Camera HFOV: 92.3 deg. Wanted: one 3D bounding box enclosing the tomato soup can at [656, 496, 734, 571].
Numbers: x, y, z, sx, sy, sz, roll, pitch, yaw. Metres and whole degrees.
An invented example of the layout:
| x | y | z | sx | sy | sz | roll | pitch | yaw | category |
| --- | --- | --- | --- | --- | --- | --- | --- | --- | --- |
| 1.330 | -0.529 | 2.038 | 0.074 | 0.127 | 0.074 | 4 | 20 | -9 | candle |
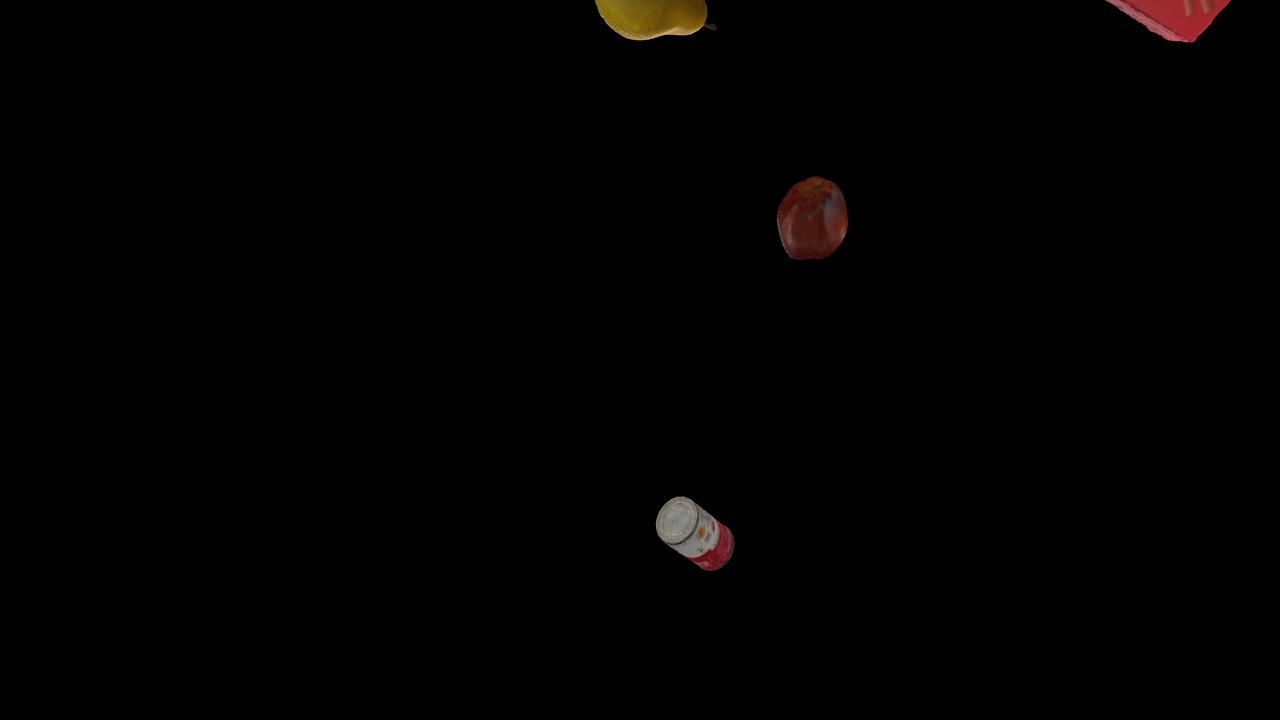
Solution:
| x | y | z | sx | sy | sz | roll | pitch | yaw | category |
| --- | --- | --- | --- | --- | --- | --- | --- | --- | --- |
| 0.075 | 0.235 | 0.832 | 0.068 | 0.068 | 0.101 | 0 | -33 | 42 | tomato soup can |

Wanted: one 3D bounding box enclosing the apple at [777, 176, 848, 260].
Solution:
| x | y | z | sx | sy | sz | roll | pitch | yaw | category |
| --- | --- | --- | --- | --- | --- | --- | --- | --- | --- |
| 0.190 | -0.155 | 0.678 | 0.079 | 0.079 | 0.093 | 0 | -36 | 15 | apple |

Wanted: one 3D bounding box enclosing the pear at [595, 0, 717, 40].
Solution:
| x | y | z | sx | sy | sz | roll | pitch | yaw | category |
| --- | --- | --- | --- | --- | --- | --- | --- | --- | --- |
| 0.020 | -0.287 | 0.495 | 0.111 | 0.080 | 0.080 | 16 | -7 | -25 | pear |

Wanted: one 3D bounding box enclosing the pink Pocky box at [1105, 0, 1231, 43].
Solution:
| x | y | z | sx | sy | sz | roll | pitch | yaw | category |
| --- | --- | --- | --- | --- | --- | --- | --- | --- | --- |
| 0.307 | -0.273 | 0.375 | 0.155 | 0.084 | 0.029 | 28 | 34 | -5 | pink Pocky box |
